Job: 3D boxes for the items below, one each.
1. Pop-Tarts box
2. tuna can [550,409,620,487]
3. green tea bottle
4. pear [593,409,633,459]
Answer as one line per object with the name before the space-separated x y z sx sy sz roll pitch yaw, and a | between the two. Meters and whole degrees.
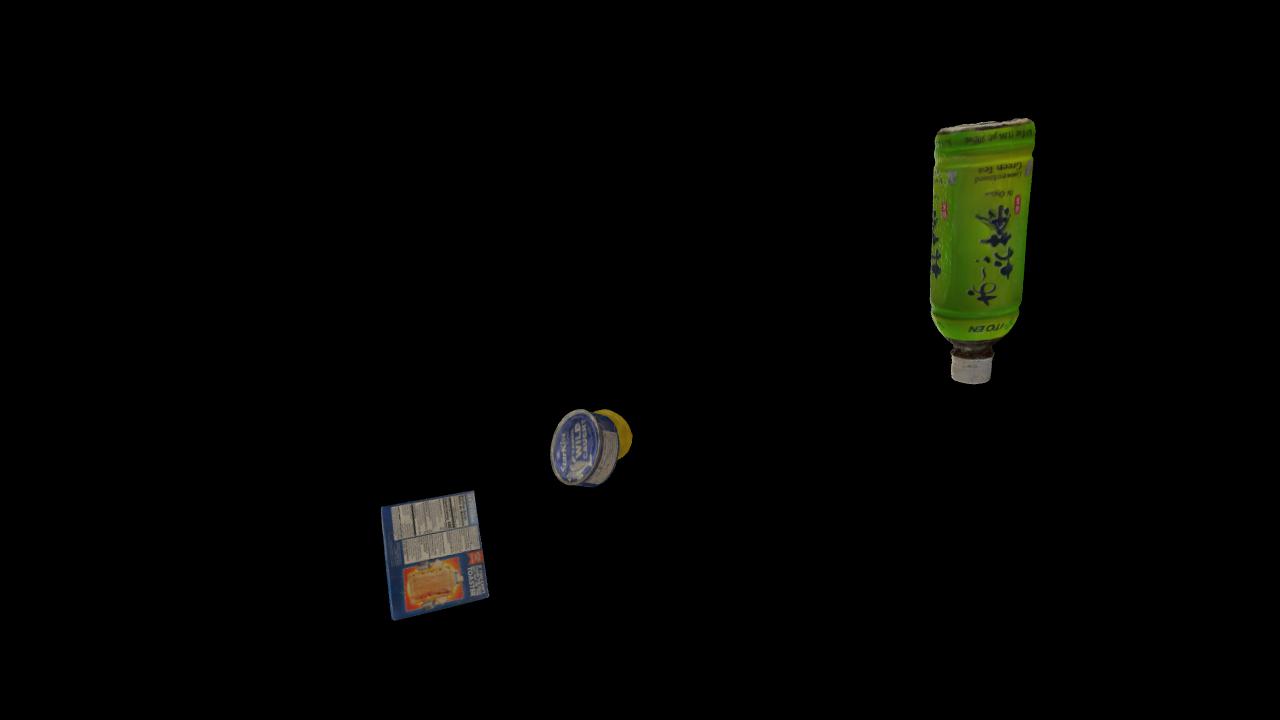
Pop-Tarts box | -0.325 0.305 0.967 0.141 0.167 0.083 -6 -15 -25
tuna can | -0.062 0.099 0.687 0.084 0.084 0.034 0 -14 45
green tea bottle | 0.278 -0.083 0.505 0.073 0.212 0.073 -8 18 3
pear | -0.051 0.120 0.908 0.080 0.080 0.111 0 -28 -3
